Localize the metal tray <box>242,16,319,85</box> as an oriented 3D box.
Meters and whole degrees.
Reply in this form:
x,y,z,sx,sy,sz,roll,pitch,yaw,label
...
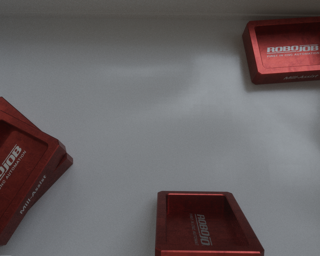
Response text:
x,y,z,sx,sy,sz,roll,pitch,yaw,label
0.194,-0.113,0.449,0.131,0.030,0.090,-4,70,-2,metal tray

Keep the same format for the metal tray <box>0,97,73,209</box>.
x,y,z,sx,sy,sz,roll,pitch,yaw,label
-0.190,0.032,0.394,0.130,0.030,0.090,38,74,12,metal tray

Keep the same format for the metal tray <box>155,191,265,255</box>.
x,y,z,sx,sy,sz,roll,pitch,yaw,label
0.042,0.103,0.317,0.091,0.130,0.030,1,100,0,metal tray

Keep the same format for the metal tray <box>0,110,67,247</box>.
x,y,z,sx,sy,sz,roll,pitch,yaw,label
-0.182,0.055,0.353,0.090,0.030,0.130,26,72,9,metal tray
